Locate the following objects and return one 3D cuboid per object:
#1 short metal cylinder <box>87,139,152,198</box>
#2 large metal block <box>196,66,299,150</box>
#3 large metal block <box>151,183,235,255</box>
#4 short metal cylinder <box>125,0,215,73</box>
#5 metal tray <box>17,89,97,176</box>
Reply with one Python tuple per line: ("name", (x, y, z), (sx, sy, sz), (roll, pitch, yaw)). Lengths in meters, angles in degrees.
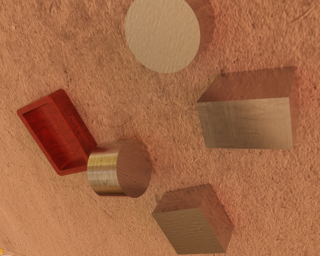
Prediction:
("short metal cylinder", (-0.055, 0.057, 0.436), (0.050, 0.080, 0.080), (-7, 115, 31))
("large metal block", (0.092, -0.021, 0.310), (0.080, 0.080, 0.050), (-1, 118, 29))
("large metal block", (0.049, 0.133, 0.448), (0.080, 0.050, 0.080), (-19, 108, 35))
("short metal cylinder", (0.011, -0.103, 0.321), (0.080, 0.050, 0.079), (13, 124, 21))
("metal tray", (-0.158, 0.011, 0.493), (0.090, 0.030, 0.130), (-16, 111, 34))
